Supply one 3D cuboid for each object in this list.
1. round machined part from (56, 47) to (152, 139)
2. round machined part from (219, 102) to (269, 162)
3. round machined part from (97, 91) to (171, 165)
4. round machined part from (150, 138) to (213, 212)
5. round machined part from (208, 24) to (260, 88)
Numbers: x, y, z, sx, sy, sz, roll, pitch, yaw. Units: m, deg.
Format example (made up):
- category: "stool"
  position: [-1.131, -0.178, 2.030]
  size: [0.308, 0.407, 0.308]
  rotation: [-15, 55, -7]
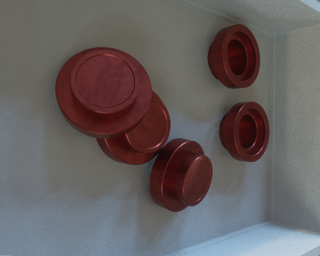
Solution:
- category: "round machined part"
  position: [-0.057, -0.041, 0.320]
  size: [0.099, 0.042, 0.098]
  rotation: [3, 73, -11]
- category: "round machined part"
  position: [0.136, 0.006, 0.513]
  size: [0.099, 0.042, 0.097]
  rotation: [0, 90, -40]
- category: "round machined part"
  position: [-0.026, -0.004, 0.376]
  size: [0.099, 0.042, 0.097]
  rotation: [0, 90, -40]
- category: "round machined part"
  position: [0.035, 0.065, 0.412]
  size: [0.099, 0.042, 0.097]
  rotation: [-18, 114, -47]
- category: "round machined part"
  position: [0.114, -0.111, 0.494]
  size: [0.099, 0.042, 0.097]
  rotation: [0, 90, -40]
